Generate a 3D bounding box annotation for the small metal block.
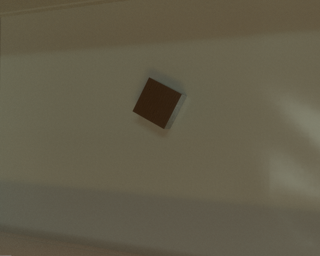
[{"bbox_3d":[0.000,-0.032,0.411,0.050,0.025,0.050,30,100,17],"label":"small metal block"}]
